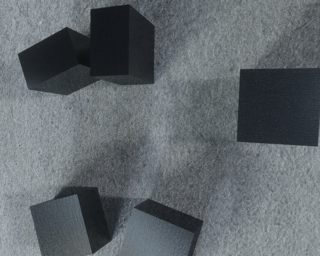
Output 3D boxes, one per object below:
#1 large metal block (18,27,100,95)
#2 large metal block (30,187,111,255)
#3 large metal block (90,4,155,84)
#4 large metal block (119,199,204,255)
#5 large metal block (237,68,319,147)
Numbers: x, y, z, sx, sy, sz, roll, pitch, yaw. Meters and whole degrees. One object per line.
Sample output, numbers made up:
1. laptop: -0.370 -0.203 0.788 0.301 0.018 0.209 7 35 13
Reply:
1. large metal block: -0.127 -0.086 0.423 0.080 0.080 0.050 -21 83 18
2. large metal block: -0.126 0.136 0.439 0.080 0.050 0.080 -18 84 18
3. large metal block: -0.045 -0.100 0.395 0.050 0.080 0.079 1 90 20
4. large metal block: 0.001 0.147 0.395 0.080 0.050 0.080 18 96 18
5. large metal block: 0.132 -0.023 0.349 0.080 0.050 0.079 3 91 19
